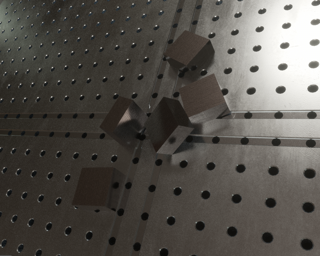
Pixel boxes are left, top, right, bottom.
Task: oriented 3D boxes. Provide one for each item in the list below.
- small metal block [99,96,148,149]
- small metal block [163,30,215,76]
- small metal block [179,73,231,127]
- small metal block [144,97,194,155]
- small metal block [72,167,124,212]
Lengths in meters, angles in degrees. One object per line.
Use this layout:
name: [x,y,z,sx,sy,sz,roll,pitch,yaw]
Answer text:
small metal block: [-0.046,-0.007,0.419,0.025,0.050,0.050,20,72,35]
small metal block: [0.042,-0.110,0.453,0.050,0.025,0.050,-49,52,-7]
small metal block: [0.057,-0.036,0.399,0.050,0.025,0.050,-23,53,14]
small metal block: [0.010,-0.002,0.389,0.050,0.025,0.050,-53,44,31]
small metal block: [-0.080,0.079,0.400,0.050,0.025,0.050,-4,60,25]
